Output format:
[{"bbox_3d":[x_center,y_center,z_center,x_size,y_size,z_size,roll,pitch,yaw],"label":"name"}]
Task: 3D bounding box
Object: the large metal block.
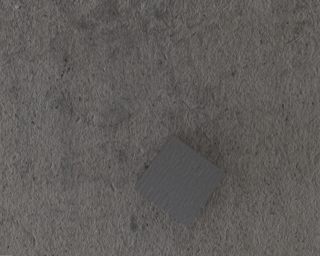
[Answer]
[{"bbox_3d":[0.024,0.064,0.398,0.080,0.050,0.080,36,90,0],"label":"large metal block"}]
